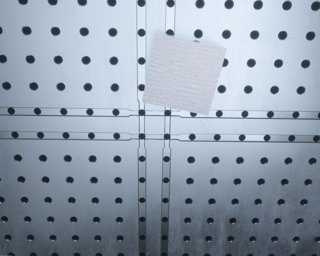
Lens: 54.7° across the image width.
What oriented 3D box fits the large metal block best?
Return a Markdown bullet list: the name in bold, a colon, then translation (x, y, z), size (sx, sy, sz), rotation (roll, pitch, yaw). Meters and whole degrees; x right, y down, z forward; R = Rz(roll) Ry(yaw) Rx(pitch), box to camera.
- **large metal block**: translation (0.026, -0.068, 0.376), size (0.081, 0.050, 0.079), rotation (11, 110, -5)
